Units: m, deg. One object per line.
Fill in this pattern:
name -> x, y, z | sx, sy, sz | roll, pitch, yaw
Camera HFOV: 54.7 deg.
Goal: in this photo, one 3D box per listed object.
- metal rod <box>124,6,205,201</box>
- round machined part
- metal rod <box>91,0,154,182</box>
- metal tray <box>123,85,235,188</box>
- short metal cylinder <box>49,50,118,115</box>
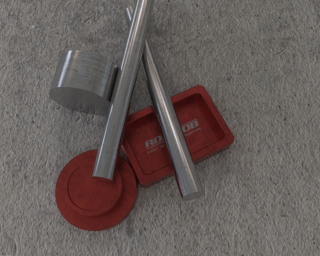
metal rod -> -0.004, -0.053, 0.397 | 0.025, 0.025, 0.299 | -14, 60, -5
round machined part -> -0.077, 0.072, 0.372 | 0.099, 0.042, 0.098 | 0, 70, 0
metal rod -> -0.038, -0.081, 0.395 | 0.025, 0.025, 0.299 | 9, 69, 3
metal tray -> 0.017, 0.010, 0.402 | 0.131, 0.030, 0.090 | -25, 72, -9
short metal cylinder -> -0.095, -0.056, 0.399 | 0.080, 0.080, 0.050 | 9, 71, 3
